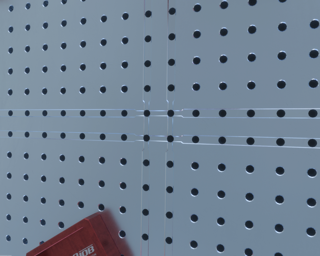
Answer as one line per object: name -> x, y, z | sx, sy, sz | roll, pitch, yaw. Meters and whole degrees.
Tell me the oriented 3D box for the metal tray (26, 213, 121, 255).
metal tray -> -0.126, 0.195, 0.454 | 0.130, 0.030, 0.090 | -33, 79, 17
